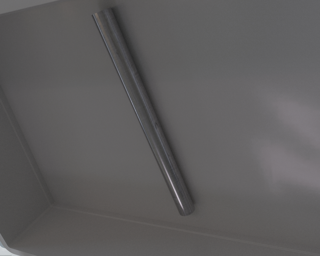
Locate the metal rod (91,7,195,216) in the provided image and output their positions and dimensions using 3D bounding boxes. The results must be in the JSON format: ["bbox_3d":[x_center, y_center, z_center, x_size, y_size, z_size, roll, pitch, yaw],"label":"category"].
[{"bbox_3d":[-0.014,-0.006,0.412,0.025,0.025,0.299,-10,114,32],"label":"metal rod"}]
